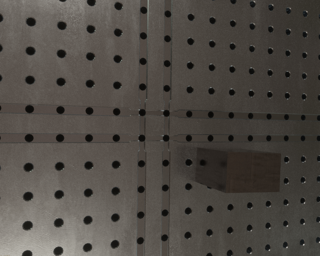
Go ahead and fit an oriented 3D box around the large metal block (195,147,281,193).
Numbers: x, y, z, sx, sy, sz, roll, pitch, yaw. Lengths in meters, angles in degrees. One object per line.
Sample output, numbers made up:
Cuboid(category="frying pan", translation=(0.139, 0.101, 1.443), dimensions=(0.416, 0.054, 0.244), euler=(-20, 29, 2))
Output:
Cuboid(category="large metal block", translation=(0.104, 0.055, 0.423), dimensions=(0.081, 0.080, 0.050), euler=(3, 89, -20))
